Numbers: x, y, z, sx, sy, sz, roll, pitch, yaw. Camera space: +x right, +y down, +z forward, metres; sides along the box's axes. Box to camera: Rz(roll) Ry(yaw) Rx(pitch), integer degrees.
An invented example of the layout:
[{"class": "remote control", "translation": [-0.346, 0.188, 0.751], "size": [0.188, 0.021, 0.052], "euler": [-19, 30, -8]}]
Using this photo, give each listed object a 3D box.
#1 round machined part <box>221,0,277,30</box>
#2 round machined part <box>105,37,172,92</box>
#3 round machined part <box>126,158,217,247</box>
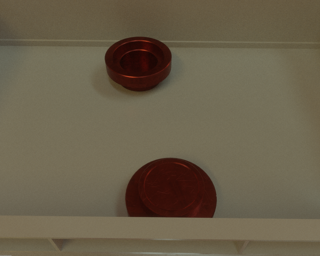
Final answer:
[{"class": "round machined part", "translation": [0.164, -0.221, 0.584], "size": [0.099, 0.042, 0.098], "euler": [0, 50, 0]}, {"class": "round machined part", "translation": [-0.032, -0.094, 0.472], "size": [0.099, 0.042, 0.098], "euler": [0, 50, 0]}, {"class": "round machined part", "translation": [0.012, 0.072, 0.334], "size": [0.099, 0.042, 0.098], "euler": [0, 50, 0]}]
